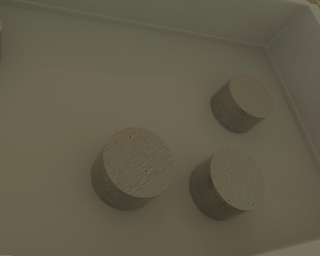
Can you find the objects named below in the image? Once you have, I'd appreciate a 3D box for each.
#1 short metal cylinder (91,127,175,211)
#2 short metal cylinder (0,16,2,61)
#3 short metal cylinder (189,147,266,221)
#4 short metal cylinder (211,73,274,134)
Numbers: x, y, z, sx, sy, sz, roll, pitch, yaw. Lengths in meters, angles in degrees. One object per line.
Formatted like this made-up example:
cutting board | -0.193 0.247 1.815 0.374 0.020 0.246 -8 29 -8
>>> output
short metal cylinder | -0.031 0.046 0.345 0.081 0.050 0.080 14 56 -21
short metal cylinder | -0.216 -0.100 0.334 0.081 0.050 0.080 14 56 -21
short metal cylinder | 0.085 0.071 0.392 0.081 0.050 0.080 14 56 -21
short metal cylinder | 0.127 -0.038 0.481 0.081 0.050 0.080 14 56 -21
